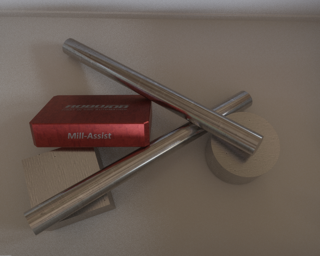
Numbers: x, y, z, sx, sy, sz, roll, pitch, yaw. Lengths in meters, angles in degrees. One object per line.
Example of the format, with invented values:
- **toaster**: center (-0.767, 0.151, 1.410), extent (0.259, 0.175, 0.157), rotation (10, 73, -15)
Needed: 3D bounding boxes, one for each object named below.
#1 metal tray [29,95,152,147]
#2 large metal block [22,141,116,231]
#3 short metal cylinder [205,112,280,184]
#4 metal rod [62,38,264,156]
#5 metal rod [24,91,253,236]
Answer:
- **metal tray**: center (-0.077, -0.011, 0.379), extent (0.131, 0.030, 0.090), rotation (0, 26, 1)
- **large metal block**: center (-0.105, 0.068, 0.365), extent (0.081, 0.050, 0.080), rotation (-18, 71, -7)
- **short metal cylinder**: center (0.100, 0.026, 0.385), extent (0.081, 0.050, 0.080), rotation (0, 70, 0)
- **metal rod**: center (-0.013, -0.050, 0.395), extent (0.300, 0.025, 0.025), rotation (30, 72, 23)
- **metal rod**: center (-0.004, 0.026, 0.359), extent (0.302, 0.025, 0.025), rotation (-29, 72, -25)
